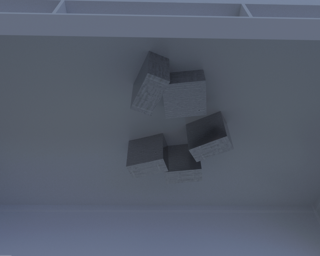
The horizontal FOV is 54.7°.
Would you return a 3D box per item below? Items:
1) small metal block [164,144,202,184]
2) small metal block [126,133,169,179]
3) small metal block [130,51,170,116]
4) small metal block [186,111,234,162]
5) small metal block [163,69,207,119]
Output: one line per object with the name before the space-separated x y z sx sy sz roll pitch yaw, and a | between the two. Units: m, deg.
small metal block | 0.031 0.049 0.435 0.050 0.050 0.025 -6 130 4
small metal block | -0.016 0.038 0.425 0.050 0.050 0.025 -13 129 10
small metal block | -0.011 -0.050 0.350 0.025 0.050 0.050 19 127 -15
small metal block | 0.063 0.011 0.403 0.050 0.050 0.025 -22 127 17
small metal block | 0.029 -0.041 0.375 0.050 0.025 0.050 -5 130 3
